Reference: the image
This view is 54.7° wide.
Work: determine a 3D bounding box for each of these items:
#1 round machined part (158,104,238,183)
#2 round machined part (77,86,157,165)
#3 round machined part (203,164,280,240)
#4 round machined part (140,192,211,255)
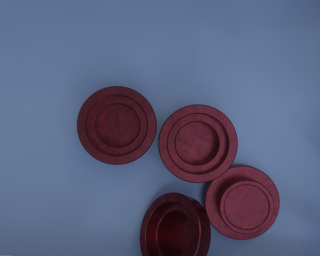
[{"bbox_3d":[0.047,0.019,0.403,0.099,0.042,0.097,0,90,0],"label":"round machined part"},{"bbox_3d":[-0.053,-0.003,0.402,0.099,0.042,0.097,0,90,0],"label":"round machined part"},{"bbox_3d":[0.108,0.098,0.404,0.099,0.042,0.097,0,90,0],"label":"round machined part"},{"bbox_3d":[0.024,0.133,0.385,0.042,0.098,0.098,27,90,-40],"label":"round machined part"}]
